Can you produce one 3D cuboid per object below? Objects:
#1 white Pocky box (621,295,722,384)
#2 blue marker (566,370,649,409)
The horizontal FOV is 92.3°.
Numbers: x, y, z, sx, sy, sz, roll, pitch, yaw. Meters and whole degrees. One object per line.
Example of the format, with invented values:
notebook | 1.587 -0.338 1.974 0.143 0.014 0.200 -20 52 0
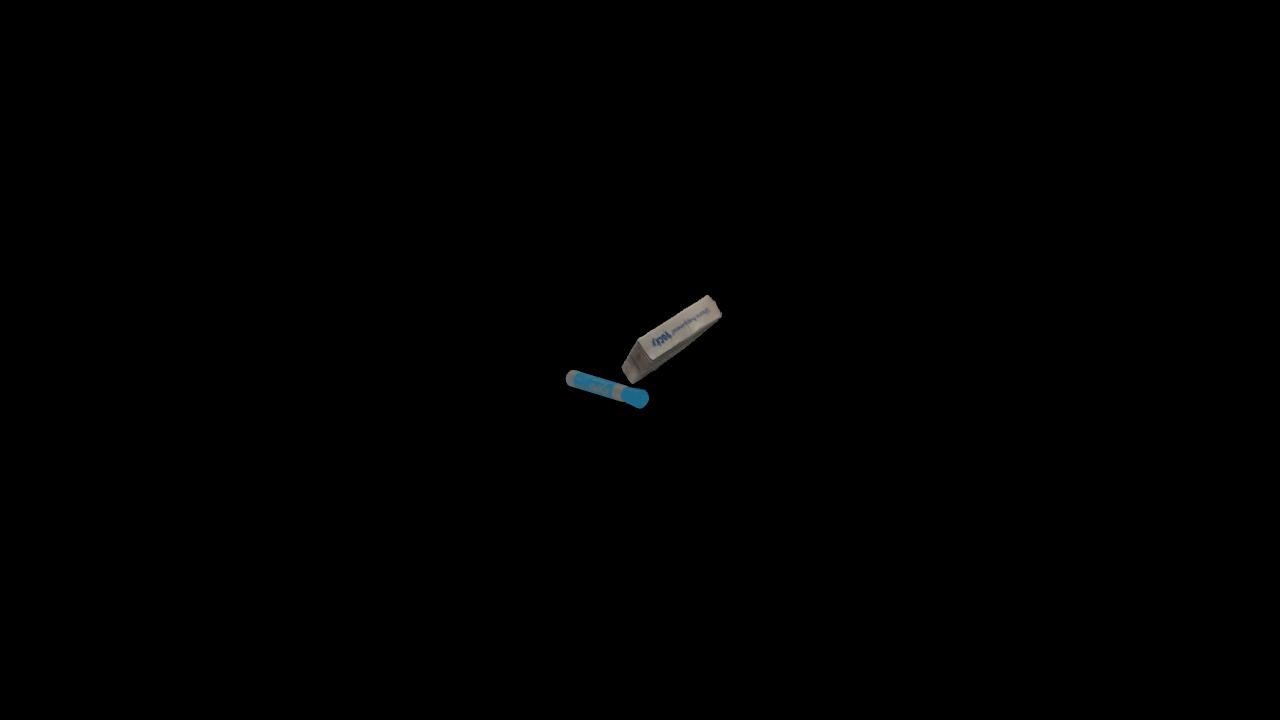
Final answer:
white Pocky box | 0.027 -0.016 0.632 0.084 0.028 0.154 -34 -4 -12
blue marker | -0.034 0.029 0.633 0.020 0.020 0.121 0 9 -42
